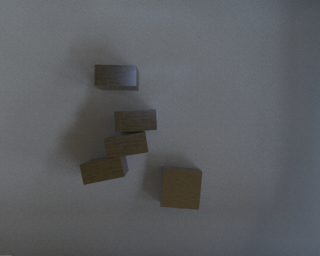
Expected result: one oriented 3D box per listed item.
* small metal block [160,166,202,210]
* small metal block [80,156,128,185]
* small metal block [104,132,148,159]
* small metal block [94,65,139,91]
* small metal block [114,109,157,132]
[{"bbox_3d":[0.027,0.079,0.412,0.050,0.025,0.050,5,90,-1],"label":"small metal block"},{"bbox_3d":[-0.070,0.051,0.398,0.050,0.050,0.025,-12,91,0],"label":"small metal block"},{"bbox_3d":[-0.042,0.021,0.397,0.050,0.050,0.025,-8,90,-3],"label":"small metal block"},{"bbox_3d":[-0.054,-0.064,0.398,0.050,0.050,0.025,1,90,-1],"label":"small metal block"},{"bbox_3d":[-0.030,-0.009,0.399,0.050,0.050,0.025,-3,90,-1],"label":"small metal block"}]
